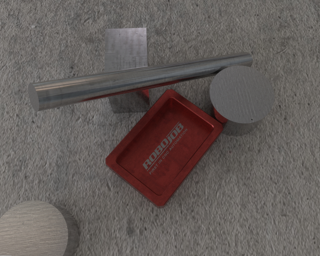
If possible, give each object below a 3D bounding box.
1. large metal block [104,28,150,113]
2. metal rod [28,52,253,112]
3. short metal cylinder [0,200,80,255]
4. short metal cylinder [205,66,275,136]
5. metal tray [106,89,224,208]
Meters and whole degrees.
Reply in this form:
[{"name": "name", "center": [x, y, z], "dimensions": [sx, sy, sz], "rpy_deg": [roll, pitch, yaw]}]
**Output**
[{"name": "large metal block", "center": [-0.040, -0.072, 0.405], "dimensions": [0.050, 0.080, 0.080], "rpy_deg": [-2, 70, -1]}, {"name": "metal rod", "center": [0.007, -0.062, 0.356], "dimensions": [0.302, 0.025, 0.025], "rpy_deg": [-17, 68, -37]}, {"name": "short metal cylinder", "center": [-0.137, 0.125, 0.348], "dimensions": [0.081, 0.050, 0.080], "rpy_deg": [0, 70, 0]}, {"name": "short metal cylinder", "center": [0.102, -0.035, 0.408], "dimensions": [0.081, 0.050, 0.080], "rpy_deg": [0, 70, 0]}, {"name": "metal tray", "center": [0.007, 0.024, 0.396], "dimensions": [0.090, 0.030, 0.130], "rpy_deg": [37, 74, 12]}]
